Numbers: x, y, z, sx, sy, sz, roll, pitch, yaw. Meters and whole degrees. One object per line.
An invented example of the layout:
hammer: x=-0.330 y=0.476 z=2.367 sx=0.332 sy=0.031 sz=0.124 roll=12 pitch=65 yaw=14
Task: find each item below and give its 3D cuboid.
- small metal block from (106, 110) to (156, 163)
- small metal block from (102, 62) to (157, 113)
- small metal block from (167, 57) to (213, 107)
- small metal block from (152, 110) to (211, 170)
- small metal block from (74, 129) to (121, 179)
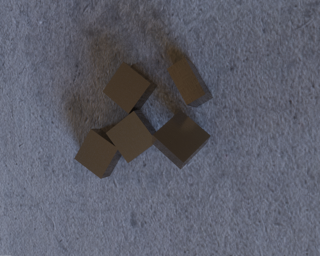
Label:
small metal block: x=-0.035 y=0.011 z=0.417 sx=0.050 sy=0.025 sz=0.050 roll=-37 pitch=87 yaw=16
small metal block: x=-0.041 y=-0.054 z=0.422 sx=0.050 sy=0.025 sz=0.050 roll=40 pitch=102 yaw=15
small metal block: x=0.038 y=-0.054 z=0.382 sx=0.025 sy=0.050 sz=0.050 roll=-31 pitch=80 yaw=17
small metal block: x=0.026 y=0.014 z=0.386 sx=0.050 sy=0.025 sz=0.050 roll=42 pitch=67 yaw=15
small metal block: x=-0.084 y=0.035 z=0.437 sx=0.050 sy=0.025 sz=0.050 roll=33 pitch=101 yaw=16
